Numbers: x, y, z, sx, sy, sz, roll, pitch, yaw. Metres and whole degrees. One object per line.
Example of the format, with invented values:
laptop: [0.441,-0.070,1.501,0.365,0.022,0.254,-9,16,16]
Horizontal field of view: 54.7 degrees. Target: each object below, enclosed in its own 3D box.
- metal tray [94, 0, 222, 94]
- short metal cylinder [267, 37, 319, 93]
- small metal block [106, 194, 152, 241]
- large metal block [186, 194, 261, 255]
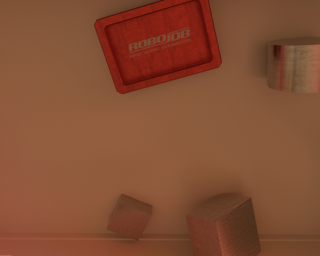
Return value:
metal tray: [-0.001,-0.102,0.371,0.131,0.030,0.089,-15,110,5]
short metal cylinder: [0.166,-0.075,0.357,0.080,0.080,0.050,-5,110,1]
small metal block: [-0.045,0.133,0.460,0.050,0.025,0.050,24,108,-9]
large metal block: [0.088,0.144,0.421,0.081,0.050,0.079,-17,98,-41]
